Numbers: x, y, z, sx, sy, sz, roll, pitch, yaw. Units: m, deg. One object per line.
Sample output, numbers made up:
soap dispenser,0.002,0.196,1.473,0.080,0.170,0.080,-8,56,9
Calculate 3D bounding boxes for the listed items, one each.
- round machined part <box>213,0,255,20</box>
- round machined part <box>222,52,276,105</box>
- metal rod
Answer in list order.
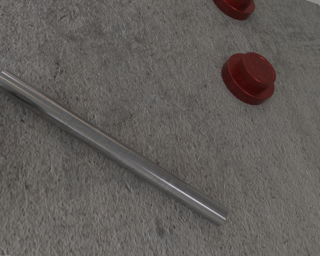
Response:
round machined part,0.160,-0.277,0.648,0.099,0.042,0.098,14,56,-21
round machined part,0.159,-0.091,0.534,0.099,0.042,0.098,14,56,-21
metal rod,-0.050,0.027,0.360,0.301,0.025,0.025,33,51,-7
